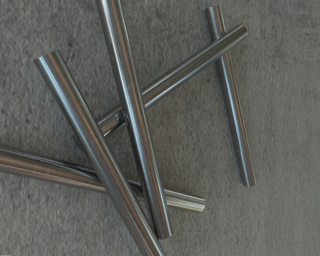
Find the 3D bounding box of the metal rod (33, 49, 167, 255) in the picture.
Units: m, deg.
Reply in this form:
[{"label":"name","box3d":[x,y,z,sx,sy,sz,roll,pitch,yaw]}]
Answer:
[{"label":"metal rod","box3d":[-0.047,0.061,0.333,0.025,0.025,0.299,-38,113,-34]}]

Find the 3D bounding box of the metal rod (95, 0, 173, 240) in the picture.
[{"label":"metal rod","box3d":[-0.027,-0.012,0.343,0.025,0.025,0.298,-24,108,-38]}]

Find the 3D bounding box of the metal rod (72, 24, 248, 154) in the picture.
[{"label":"metal rod","box3d":[0.018,-0.064,0.404,0.302,0.025,0.025,-38,114,-28]}]

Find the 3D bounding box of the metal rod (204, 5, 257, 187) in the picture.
[{"label":"metal rod","box3d":[0.118,-0.044,0.506,0.025,0.025,0.298,-25,106,-38]}]

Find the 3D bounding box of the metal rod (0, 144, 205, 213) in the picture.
[{"label":"metal rod","box3d":[-0.053,0.066,0.362,0.302,0.025,0.025,23,76,-38]}]
